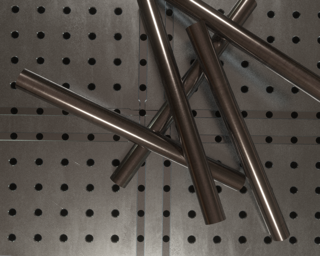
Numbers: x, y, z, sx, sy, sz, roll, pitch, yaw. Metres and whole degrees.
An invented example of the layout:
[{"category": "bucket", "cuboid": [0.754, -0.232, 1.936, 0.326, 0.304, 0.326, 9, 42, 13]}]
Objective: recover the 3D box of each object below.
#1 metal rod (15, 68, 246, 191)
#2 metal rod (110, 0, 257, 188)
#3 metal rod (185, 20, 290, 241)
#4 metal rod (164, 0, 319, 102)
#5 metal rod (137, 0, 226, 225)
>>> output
[{"category": "metal rod", "cuboid": [-0.026, 0.008, 0.383, 0.301, 0.025, 0.025, 26, 90, -12]}, {"category": "metal rod", "cuboid": [0.031, -0.049, 0.413, 0.025, 0.025, 0.299, 36, 90, -1]}, {"category": "metal rod", "cuboid": [0.102, 0.009, 0.399, 0.025, 0.025, 0.299, -24, 96, 0]}, {"category": "metal rod", "cuboid": [0.077, -0.129, 0.389, 0.300, 0.025, 0.025, 37, 90, 9]}, {"category": "metal rod", "cuboid": [0.023, -0.033, 0.386, 0.025, 0.025, 0.299, -16, 79, 0]}]
